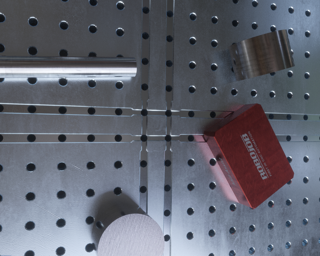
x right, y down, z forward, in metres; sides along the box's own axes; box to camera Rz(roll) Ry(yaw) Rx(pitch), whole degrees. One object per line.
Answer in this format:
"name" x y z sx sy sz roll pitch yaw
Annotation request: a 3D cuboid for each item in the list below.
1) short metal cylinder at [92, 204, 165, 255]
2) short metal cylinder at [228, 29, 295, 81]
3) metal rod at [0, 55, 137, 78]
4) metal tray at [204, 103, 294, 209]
"short metal cylinder" -0.041 0.140 0.384 0.081 0.050 0.080 0 90 -20
"short metal cylinder" 0.141 -0.100 0.435 0.081 0.080 0.050 -17 96 -19
"metal rod" -0.175 -0.069 0.347 0.303 0.025 0.025 -4 92 -20
"metal tray" 0.134 0.040 0.459 0.090 0.030 0.130 -32 101 -17
